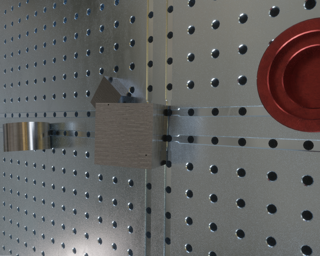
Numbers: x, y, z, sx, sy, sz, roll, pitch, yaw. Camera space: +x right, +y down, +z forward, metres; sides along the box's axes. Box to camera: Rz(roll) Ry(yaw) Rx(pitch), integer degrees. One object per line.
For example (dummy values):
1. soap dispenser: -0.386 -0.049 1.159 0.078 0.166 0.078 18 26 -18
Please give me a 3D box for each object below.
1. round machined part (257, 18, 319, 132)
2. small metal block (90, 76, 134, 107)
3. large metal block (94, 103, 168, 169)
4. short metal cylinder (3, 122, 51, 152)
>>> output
1. round machined part: 0.143 -0.045 0.280 0.098 0.042 0.097 0 90 40
2. small metal block: -0.074 -0.043 0.470 0.050 0.025 0.050 48 118 29
3. large metal block: -0.037 0.008 0.409 0.080 0.050 0.079 2 92 21
4. short metal cylinder: -0.248 0.017 0.579 0.080 0.081 0.050 -6 86 40
